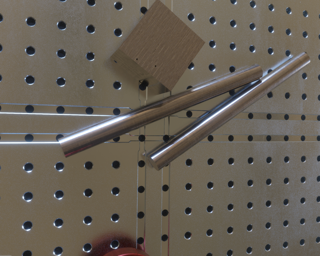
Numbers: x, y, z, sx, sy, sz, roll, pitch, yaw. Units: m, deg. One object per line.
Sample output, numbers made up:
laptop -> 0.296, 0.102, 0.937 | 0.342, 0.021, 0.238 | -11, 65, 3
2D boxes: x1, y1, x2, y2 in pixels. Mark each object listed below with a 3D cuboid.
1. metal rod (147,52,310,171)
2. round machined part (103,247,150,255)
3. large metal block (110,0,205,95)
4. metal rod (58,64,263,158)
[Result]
metal rod -> 0.111, -0.032, 0.455 | 0.302, 0.025, 0.025 | -33, 101, -17
round machined part -> -0.047, 0.198, 0.387 | 0.099, 0.042, 0.097 | 0, 90, -21
large metal block -> -0.003, -0.101, 0.399 | 0.080, 0.050, 0.080 | 38, 78, -17
metal rod -> 0.015, -0.030, 0.419 | 0.302, 0.025, 0.025 | -23, 98, -19
